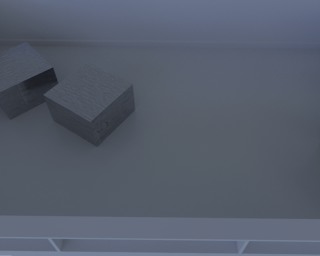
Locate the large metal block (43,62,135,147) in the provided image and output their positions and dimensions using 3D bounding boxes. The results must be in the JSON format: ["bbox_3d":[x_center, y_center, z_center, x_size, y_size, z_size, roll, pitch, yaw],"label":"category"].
[{"bbox_3d":[-0.091,-0.034,0.416,0.080,0.050,0.080,28,55,21],"label":"large metal block"}]

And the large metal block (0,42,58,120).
[{"bbox_3d":[-0.204,-0.070,0.446,0.080,0.050,0.080,-34,58,-25],"label":"large metal block"}]
